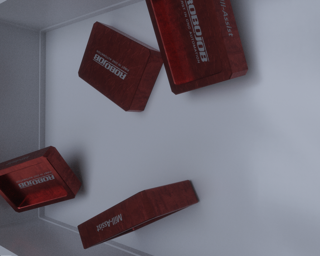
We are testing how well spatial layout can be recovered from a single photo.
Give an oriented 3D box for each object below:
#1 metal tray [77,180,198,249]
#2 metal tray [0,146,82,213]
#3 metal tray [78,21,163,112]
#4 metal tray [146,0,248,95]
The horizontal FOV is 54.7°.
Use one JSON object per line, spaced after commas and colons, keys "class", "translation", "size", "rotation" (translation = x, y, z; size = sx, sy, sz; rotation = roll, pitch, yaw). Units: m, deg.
{"class": "metal tray", "translation": [-0.029, 0.108, 0.386], "size": [0.130, 0.091, 0.030], "rotation": [-35, 69, 34]}
{"class": "metal tray", "translation": [-0.210, 0.089, 0.517], "size": [0.130, 0.030, 0.090], "rotation": [-18, 116, 20]}
{"class": "metal tray", "translation": [-0.061, -0.091, 0.452], "size": [0.130, 0.030, 0.089], "rotation": [36, 112, 34]}
{"class": "metal tray", "translation": [0.036, -0.109, 0.341], "size": [0.090, 0.030, 0.129], "rotation": [-10, 98, 50]}
